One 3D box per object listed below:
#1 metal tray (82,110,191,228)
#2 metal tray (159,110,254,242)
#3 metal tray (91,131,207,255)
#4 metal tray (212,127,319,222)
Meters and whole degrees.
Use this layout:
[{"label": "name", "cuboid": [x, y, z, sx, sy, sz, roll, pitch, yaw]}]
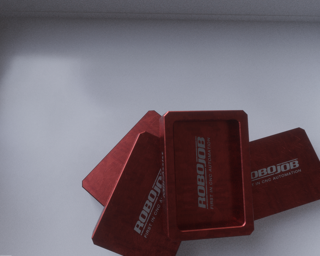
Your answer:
[{"label": "metal tray", "cuboid": [-0.019, 0.052, 0.388, 0.090, 0.030, 0.130, 39, 74, 12]}, {"label": "metal tray", "cuboid": [0.048, 0.047, 0.329, 0.091, 0.030, 0.129, -1, 85, -10]}, {"label": "metal tray", "cuboid": [-0.008, 0.080, 0.348, 0.090, 0.030, 0.130, 25, 82, -6]}, {"label": "metal tray", "cuboid": [0.133, 0.060, 0.387, 0.131, 0.030, 0.090, -16, 71, -6]}]
